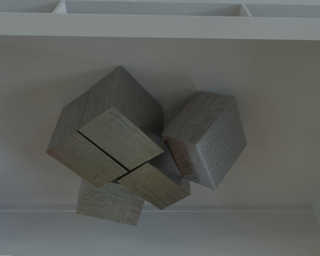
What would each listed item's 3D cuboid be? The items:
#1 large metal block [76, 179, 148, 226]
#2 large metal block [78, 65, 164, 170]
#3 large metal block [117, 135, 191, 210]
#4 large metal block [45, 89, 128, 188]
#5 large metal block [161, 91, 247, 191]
[{"bbox_3d":[-0.070,0.091,0.439,0.081,0.080,0.050,17,93,-15],"label":"large metal block"},{"bbox_3d":[-0.040,-0.012,0.360,0.050,0.080,0.080,-31,124,23],"label":"large metal block"},{"bbox_3d":[-0.007,0.048,0.411,0.050,0.080,0.080,-34,123,25],"label":"large metal block"},{"bbox_3d":[-0.082,0.013,0.382,0.050,0.080,0.080,-30,124,23],"label":"large metal block"},{"bbox_3d":[0.057,0.014,0.375,0.050,0.080,0.080,16,144,41],"label":"large metal block"}]
